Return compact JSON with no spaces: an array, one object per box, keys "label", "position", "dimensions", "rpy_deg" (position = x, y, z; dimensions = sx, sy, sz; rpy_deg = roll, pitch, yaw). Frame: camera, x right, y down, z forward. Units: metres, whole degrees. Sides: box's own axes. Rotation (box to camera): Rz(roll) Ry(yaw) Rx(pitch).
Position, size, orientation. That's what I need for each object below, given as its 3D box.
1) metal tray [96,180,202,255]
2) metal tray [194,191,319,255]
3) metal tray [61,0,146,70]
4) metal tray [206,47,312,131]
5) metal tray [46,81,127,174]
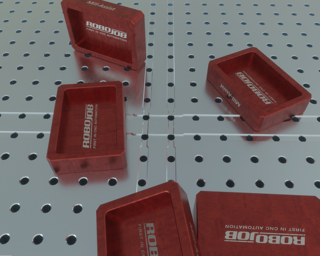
[{"label":"metal tray","position":[-0.009,0.122,0.281],"dimensions":[0.090,0.030,0.130],"rpy_deg":[-21,50,11]},{"label":"metal tray","position":[0.101,0.113,0.311],"dimensions":[0.131,0.030,0.090],"rpy_deg":[2,50,2]},{"label":"metal tray","position":[-0.087,-0.153,0.493],"dimensions":[0.130,0.090,0.030],"rpy_deg":[21,53,17]},{"label":"metal tray","position":[0.141,-0.062,0.457],"dimensions":[0.091,0.030,0.130],"rpy_deg":[-21,53,-17]},{"label":"metal tray","position":[-0.092,-0.006,0.408],"dimensions":[0.091,0.030,0.130],"rpy_deg":[-4,50,-4]}]
